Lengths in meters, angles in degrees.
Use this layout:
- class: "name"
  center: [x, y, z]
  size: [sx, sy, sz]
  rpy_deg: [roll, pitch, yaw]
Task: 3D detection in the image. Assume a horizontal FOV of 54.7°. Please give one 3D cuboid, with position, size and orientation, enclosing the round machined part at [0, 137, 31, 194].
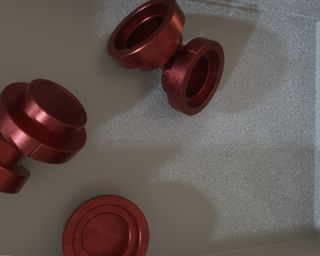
- class: "round machined part"
  center: [-0.173, 0.022, 0.308]
  size: [0.098, 0.098, 0.042]
  rpy_deg: [34, 79, -17]

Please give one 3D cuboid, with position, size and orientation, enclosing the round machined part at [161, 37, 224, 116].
- class: "round machined part"
  center: [0.039, -0.068, 0.398]
  size: [0.099, 0.042, 0.097]
  rpy_deg: [-37, 141, -37]

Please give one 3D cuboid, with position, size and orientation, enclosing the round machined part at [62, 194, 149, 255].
- class: "round machined part"
  center: [-0.066, 0.129, 0.372]
  size: [0.099, 0.042, 0.098]
  rpy_deg: [3, 79, -18]

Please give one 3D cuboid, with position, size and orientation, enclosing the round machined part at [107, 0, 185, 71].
- class: "round machined part"
  center: [-0.012, -0.107, 0.372]
  size: [0.098, 0.098, 0.042]
  rpy_deg: [-54, 130, -12]

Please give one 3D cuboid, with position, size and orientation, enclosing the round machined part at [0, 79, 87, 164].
- class: "round machined part"
  center: [-0.117, -0.013, 0.325]
  size: [0.098, 0.098, 0.042]
  rpy_deg: [41, 110, -15]
